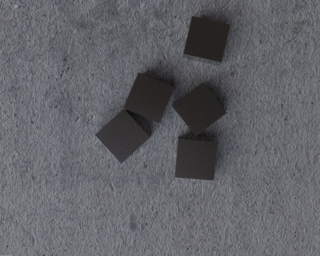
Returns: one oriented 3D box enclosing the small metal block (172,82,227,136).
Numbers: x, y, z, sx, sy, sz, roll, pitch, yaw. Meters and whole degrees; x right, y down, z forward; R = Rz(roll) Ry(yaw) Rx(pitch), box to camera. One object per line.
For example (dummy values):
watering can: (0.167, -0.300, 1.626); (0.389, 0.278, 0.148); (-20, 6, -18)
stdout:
small metal block: (0.051, -0.024, 0.410); (0.050, 0.025, 0.050); (-38, 90, 0)

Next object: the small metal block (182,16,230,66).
small metal block: (0.060, -0.114, 0.410); (0.050, 0.025, 0.050); (13, 90, 0)

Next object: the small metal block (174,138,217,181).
small metal block: (0.046, 0.041, 0.410); (0.050, 0.025, 0.050); (5, 90, 0)

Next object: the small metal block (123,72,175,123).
small metal block: (-0.014, -0.039, 0.410); (0.050, 0.025, 0.050); (23, 90, 0)

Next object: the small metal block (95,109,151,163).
small metal block: (-0.048, 0.010, 0.409); (0.050, 0.025, 0.050); (-42, 90, 0)
